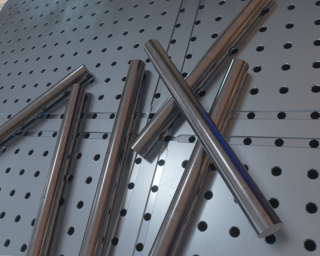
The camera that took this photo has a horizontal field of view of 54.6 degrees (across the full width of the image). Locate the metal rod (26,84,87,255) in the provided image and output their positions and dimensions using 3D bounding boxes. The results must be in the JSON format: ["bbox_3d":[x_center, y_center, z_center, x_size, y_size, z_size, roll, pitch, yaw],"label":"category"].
[{"bbox_3d":[-0.148,0.063,0.448,0.025,0.025,0.300,-9,58,23],"label":"metal rod"}]

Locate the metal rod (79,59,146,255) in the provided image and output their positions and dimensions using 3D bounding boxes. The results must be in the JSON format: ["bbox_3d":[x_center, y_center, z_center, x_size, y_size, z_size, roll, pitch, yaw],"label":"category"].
[{"bbox_3d":[-0.059,0.031,0.421,0.025,0.025,0.300,-4,60,26],"label":"metal rod"}]

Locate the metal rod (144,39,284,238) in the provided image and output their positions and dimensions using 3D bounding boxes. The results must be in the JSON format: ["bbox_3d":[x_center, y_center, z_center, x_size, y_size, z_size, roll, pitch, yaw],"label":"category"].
[{"bbox_3d":[0.042,-0.015,0.362,0.025,0.025,0.300,-33,51,7],"label":"metal rod"}]

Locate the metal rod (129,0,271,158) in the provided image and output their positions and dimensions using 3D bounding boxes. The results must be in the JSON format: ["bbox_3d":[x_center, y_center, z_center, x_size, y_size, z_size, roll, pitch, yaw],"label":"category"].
[{"bbox_3d":[0.062,-0.084,0.427,0.025,0.025,0.300,33,80,38],"label":"metal rod"}]

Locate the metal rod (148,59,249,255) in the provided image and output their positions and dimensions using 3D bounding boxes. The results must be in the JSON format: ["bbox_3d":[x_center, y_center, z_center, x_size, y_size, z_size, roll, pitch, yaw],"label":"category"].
[{"bbox_3d":[0.043,0.046,0.357,0.025,0.025,0.300,13,68,33],"label":"metal rod"}]

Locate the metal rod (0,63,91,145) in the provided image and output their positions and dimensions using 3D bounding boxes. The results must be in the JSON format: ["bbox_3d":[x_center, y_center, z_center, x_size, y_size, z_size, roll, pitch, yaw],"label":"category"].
[{"bbox_3d":[-0.248,-0.013,0.548,0.300,0.025,0.025,-36,51,3],"label":"metal rod"}]
